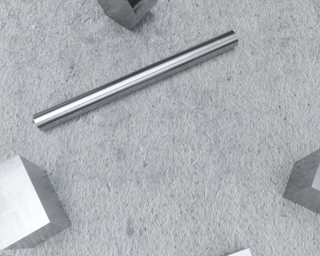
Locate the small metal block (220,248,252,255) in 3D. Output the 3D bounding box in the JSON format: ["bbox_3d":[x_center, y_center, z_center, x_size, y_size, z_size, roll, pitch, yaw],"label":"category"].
[{"bbox_3d":[0.083,0.168,0.347,0.050,0.025,0.050,-17,71,-6],"label":"small metal block"}]

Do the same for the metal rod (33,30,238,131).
[{"bbox_3d":[-0.027,-0.070,0.433,0.302,0.025,0.025,-25,72,-9],"label":"metal rod"}]

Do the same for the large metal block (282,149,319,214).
[{"bbox_3d":[0.202,0.070,0.355,0.080,0.080,0.050,25,72,9],"label":"large metal block"}]

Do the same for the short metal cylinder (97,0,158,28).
[{"bbox_3d":[-0.050,-0.194,0.450,0.080,0.080,0.050,36,74,12],"label":"short metal cylinder"}]

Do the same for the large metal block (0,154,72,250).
[{"bbox_3d":[-0.150,0.085,0.347,0.050,0.080,0.080,-30,73,-10],"label":"large metal block"}]
